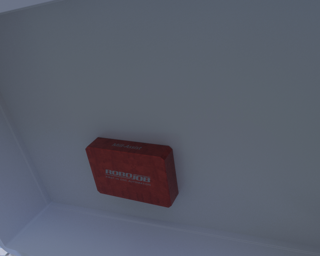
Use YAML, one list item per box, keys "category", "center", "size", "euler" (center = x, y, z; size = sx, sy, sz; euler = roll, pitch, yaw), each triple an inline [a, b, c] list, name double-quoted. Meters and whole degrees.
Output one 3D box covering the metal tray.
- category: "metal tray"
  center: [-0.042, 0.065, 0.466]
  size: [0.130, 0.030, 0.089]
  euler: [5, 121, 25]
